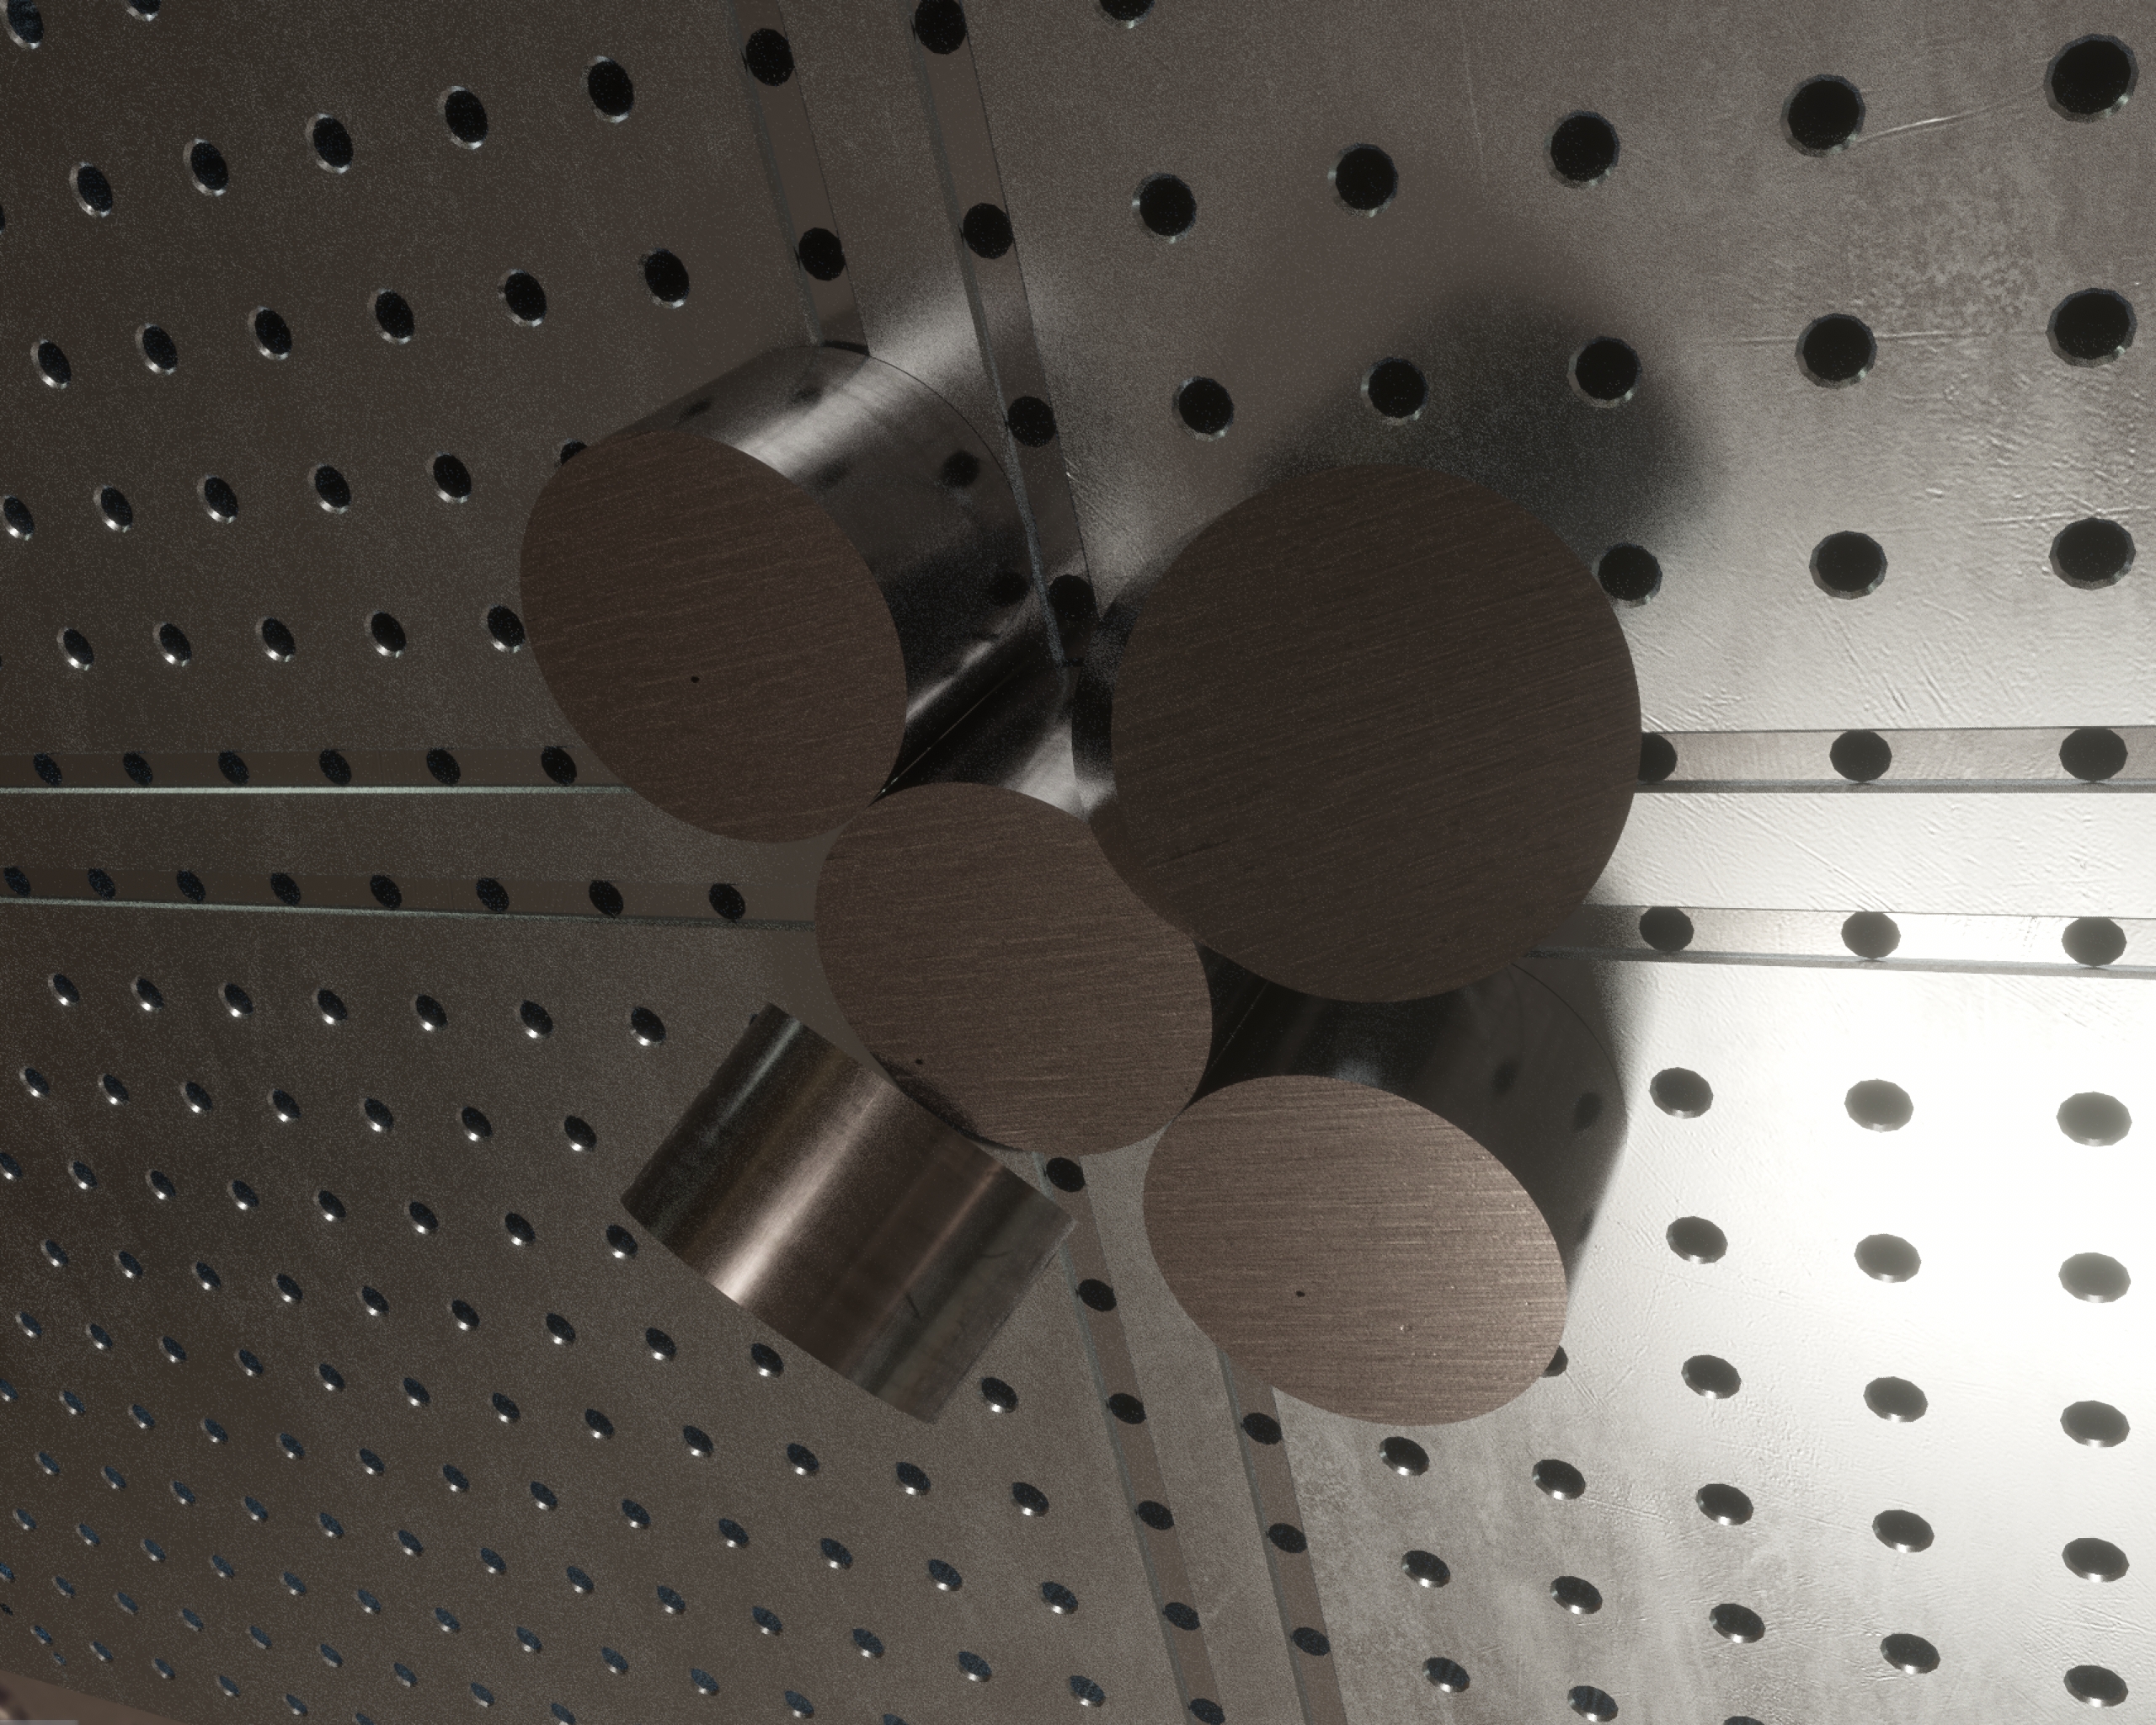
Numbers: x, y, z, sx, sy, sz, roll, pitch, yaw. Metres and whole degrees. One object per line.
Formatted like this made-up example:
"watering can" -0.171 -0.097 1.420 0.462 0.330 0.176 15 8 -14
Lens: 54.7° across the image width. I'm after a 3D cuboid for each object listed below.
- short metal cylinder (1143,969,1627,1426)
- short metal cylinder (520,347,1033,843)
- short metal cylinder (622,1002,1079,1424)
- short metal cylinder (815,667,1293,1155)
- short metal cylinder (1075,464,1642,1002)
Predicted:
"short metal cylinder" 0.059 0.060 0.400 0.080 0.050 0.079 13 124 20
"short metal cylinder" -0.056 -0.050 0.391 0.080 0.050 0.079 13 124 20
"short metal cylinder" -0.047 0.073 0.436 0.080 0.050 0.080 35 171 7
"short metal cylinder" -0.003 0.009 0.400 0.080 0.050 0.079 13 124 20
"short metal cylinder" 0.042 -0.020 0.333 0.081 0.050 0.079 0 93 -7
